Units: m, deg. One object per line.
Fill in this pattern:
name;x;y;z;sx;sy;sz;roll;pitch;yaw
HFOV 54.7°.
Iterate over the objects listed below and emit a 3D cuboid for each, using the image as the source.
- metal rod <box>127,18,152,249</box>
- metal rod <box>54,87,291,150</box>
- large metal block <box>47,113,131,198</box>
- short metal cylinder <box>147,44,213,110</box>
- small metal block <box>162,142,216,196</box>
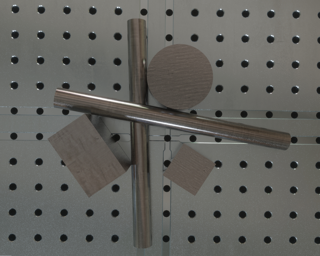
metal rod;-0.027;0.007;0.413;0.025;0.025;0.298;-2;90;-1
metal rod;0.022;-0.009;0.395;0.302;0.025;0.025;11;90;-8
large metal block;-0.082;0.030;0.384;0.050;0.080;0.080;-35;90;0
short metal cylinder;0.024;-0.062;0.401;0.081;0.050;0.079;0;90;-1
small metal block;0.038;0.054;0.415;0.050;0.025;0.050;33;90;-1
